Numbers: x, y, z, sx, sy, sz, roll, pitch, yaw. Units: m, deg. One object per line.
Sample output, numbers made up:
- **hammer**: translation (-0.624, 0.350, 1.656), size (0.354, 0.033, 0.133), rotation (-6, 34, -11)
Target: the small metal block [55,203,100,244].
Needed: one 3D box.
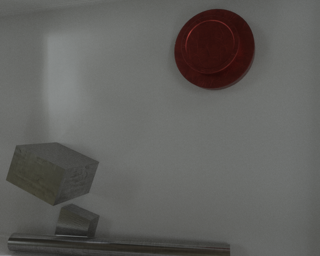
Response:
- **small metal block**: translation (-0.122, 0.145, 0.452), size (0.050, 0.025, 0.050), rotation (17, 96, 18)

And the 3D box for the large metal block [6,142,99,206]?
- **large metal block**: translation (-0.146, 0.059, 0.431), size (0.080, 0.080, 0.050), rotation (22, 97, 18)

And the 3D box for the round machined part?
- **round machined part**: translation (0.064, -0.097, 0.378), size (0.098, 0.042, 0.097), rotation (0, 90, 19)

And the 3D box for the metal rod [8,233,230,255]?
- **metal rod**: translation (-0.061, 0.159, 0.411), size (0.301, 0.025, 0.025), rotation (-1, 90, 12)
